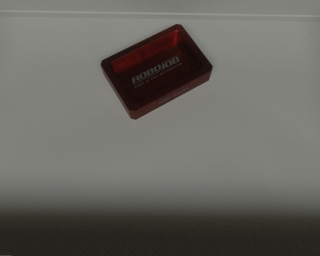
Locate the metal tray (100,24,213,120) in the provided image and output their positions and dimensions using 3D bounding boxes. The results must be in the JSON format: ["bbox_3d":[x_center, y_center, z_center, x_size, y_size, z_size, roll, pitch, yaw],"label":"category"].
[{"bbox_3d":[-0.004,-0.081,0.436,0.131,0.030,0.090,-29,73,-11],"label":"metal tray"}]
